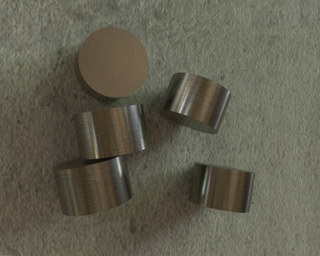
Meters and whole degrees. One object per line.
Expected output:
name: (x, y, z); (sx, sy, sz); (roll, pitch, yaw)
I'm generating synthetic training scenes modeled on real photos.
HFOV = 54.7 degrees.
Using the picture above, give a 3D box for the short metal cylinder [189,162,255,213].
short metal cylinder: (0.082, 0.077, 0.412); (0.081, 0.080, 0.050); (11, 87, -20)

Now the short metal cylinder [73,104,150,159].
short metal cylinder: (-0.056, 0.003, 0.360); (0.081, 0.080, 0.050); (-10, 94, -20)

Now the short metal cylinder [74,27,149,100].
short metal cylinder: (-0.060, -0.075, 0.374); (0.081, 0.050, 0.079); (0, 90, -21)

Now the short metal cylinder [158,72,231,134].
short metal cylinder: (0.044, -0.030, 0.397); (0.080, 0.080, 0.050); (24, 82, -19)

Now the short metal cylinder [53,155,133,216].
short metal cylinder: (-0.075, 0.060, 0.353); (0.081, 0.080, 0.050); (-12, 95, -20)
